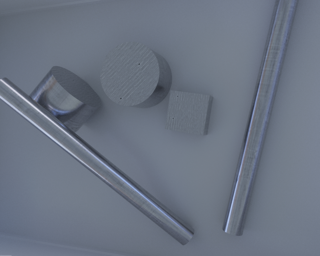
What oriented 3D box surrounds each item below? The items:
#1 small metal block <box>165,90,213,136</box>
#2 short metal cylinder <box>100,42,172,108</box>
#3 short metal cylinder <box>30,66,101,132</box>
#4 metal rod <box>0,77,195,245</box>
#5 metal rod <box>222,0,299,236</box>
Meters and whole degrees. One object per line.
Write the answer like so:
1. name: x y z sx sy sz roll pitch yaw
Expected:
1. small metal block: 0.037 -0.019 0.397 0.050 0.025 0.050 10 93 19
2. short metal cylinder: -0.030 -0.067 0.407 0.080 0.050 0.079 0 90 19
3. short metal cylinder: -0.129 -0.039 0.425 0.050 0.080 0.080 -46 76 14
4. metal rod: -0.079 0.044 0.386 0.300 0.025 0.025 40 103 -5
5. metal rod: 0.120 -0.019 0.368 0.025 0.025 0.298 13 94 19
